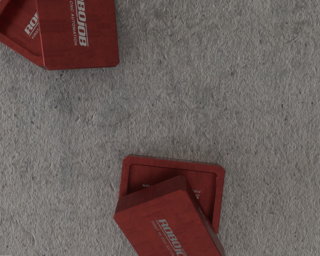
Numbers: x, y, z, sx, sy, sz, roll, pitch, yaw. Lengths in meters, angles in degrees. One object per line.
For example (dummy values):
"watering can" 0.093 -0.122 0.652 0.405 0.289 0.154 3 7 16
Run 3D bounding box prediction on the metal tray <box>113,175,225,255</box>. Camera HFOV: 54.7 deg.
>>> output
"metal tray" 0.015 0.128 0.374 0.090 0.030 0.130 -23 111 12

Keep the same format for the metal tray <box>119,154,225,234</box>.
"metal tray" 0.014 0.086 0.407 0.131 0.030 0.089 6 90 0

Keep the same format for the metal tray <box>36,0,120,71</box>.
"metal tray" -0.103 -0.139 0.381 0.091 0.030 0.129 -7 100 -20

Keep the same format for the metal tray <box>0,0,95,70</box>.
"metal tray" -0.152 -0.154 0.405 0.090 0.030 0.130 33 90 0
